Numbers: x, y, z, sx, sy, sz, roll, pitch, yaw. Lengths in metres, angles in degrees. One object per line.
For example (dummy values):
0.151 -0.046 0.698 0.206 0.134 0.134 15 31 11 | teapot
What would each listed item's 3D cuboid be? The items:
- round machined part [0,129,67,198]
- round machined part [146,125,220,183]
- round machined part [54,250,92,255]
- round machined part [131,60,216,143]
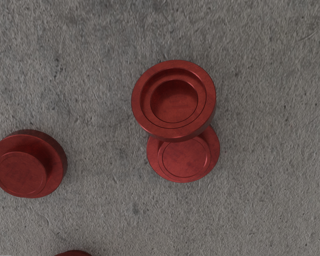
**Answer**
-0.181 0.054 0.419 0.099 0.042 0.097 0 110 0 | round machined part
0.031 0.031 0.412 0.099 0.042 0.097 0 110 0 | round machined part
-0.135 0.232 0.485 0.099 0.042 0.097 0 110 0 | round machined part
0.018 -0.029 0.373 0.098 0.042 0.098 -3 71 10 | round machined part
